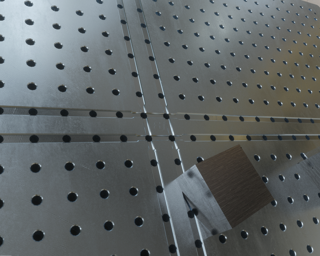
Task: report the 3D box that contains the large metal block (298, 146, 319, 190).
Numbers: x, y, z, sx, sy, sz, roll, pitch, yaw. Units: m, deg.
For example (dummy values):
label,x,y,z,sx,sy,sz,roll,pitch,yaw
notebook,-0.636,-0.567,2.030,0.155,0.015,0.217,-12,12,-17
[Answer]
label,x,y,z,sx,sy,sz,roll,pitch,yaw
large metal block,0.285,0.062,0.488,0.050,0.080,0.080,-27,77,-37

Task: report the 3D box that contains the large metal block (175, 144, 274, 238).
label,x,y,z,sx,sy,sz,roll,pitch,yaw
large metal block,0.080,0.077,0.388,0.081,0.050,0.080,-19,72,-35
